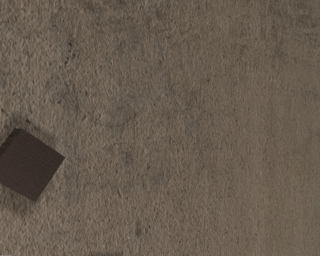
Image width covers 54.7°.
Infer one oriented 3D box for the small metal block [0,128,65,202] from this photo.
[{"bbox_3d":[-0.130,0.035,0.297,0.050,0.025,0.050,43,64,-32],"label":"small metal block"}]
